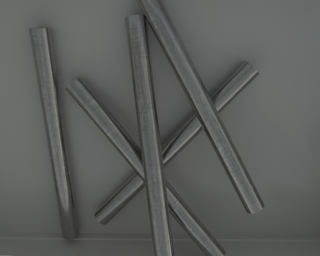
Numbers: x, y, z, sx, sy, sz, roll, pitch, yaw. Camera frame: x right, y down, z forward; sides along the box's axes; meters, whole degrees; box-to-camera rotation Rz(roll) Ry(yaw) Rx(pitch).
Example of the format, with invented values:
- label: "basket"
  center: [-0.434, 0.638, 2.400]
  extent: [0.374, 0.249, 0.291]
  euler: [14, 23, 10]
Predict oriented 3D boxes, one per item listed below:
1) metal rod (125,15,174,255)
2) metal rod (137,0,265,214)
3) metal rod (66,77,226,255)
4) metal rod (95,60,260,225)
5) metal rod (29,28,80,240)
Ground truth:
- label: "metal rod"
  center: [-0.012, 0.018, 0.376]
  extent: [0.025, 0.025, 0.298]
  euler: [-7, 95, 2]
- label: "metal rod"
  center: [0.052, -0.027, 0.376]
  extent: [0.025, 0.025, 0.299]
  euler: [-27, 99, 9]
- label: "metal rod"
  center: [-0.014, 0.059, 0.405]
  extent: [0.025, 0.025, 0.300]
  euler: [-37, 97, 12]
- label: "metal rod"
  center: [0.014, 0.029, 0.421]
  extent: [0.025, 0.025, 0.299]
  euler: [40, 105, -14]
- label: "metal rod"
  center: [-0.138, 0.021, 0.417]
  extent: [0.025, 0.025, 0.298]
  euler: [-1, 110, 0]
